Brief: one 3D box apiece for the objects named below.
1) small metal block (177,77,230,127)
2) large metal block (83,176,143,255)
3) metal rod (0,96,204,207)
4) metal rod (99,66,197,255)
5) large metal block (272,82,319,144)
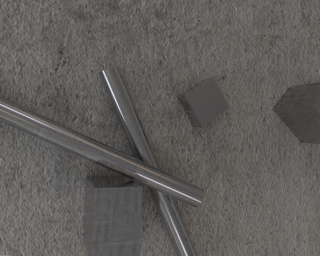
[{"bbox_3d":[0.060,-0.036,0.431,0.050,0.025,0.050,-33,101,-17],"label":"small metal block"},{"bbox_3d":[-0.057,0.101,0.359,0.050,0.080,0.080,3,89,-20],"label":"large metal block"},{"bbox_3d":[-0.083,0.024,0.361,0.301,0.025,0.025,26,81,-12],"label":"metal rod"},{"bbox_3d":[-0.008,0.064,0.406,0.025,0.025,0.299,-25,99,-18],"label":"metal rod"},{"bbox_3d":[0.234,-0.021,0.467,0.080,0.080,0.050,45,76,-15],"label":"large metal block"}]
